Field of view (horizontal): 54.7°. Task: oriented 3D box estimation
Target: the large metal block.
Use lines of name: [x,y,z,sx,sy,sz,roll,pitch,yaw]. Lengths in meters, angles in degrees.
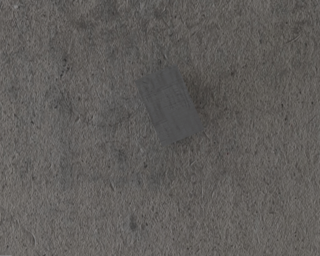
large metal block: [0.011,-0.025,0.382,0.050,0.080,0.080,-23,90,0]
